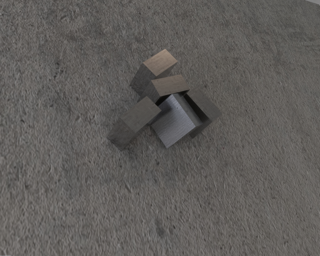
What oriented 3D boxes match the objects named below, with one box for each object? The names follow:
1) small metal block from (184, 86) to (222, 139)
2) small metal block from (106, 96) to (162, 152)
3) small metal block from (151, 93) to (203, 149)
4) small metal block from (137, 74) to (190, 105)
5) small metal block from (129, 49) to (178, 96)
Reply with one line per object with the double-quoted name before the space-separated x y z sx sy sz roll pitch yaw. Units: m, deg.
"small metal block" 0.048 -0.021 0.426 0.050 0.050 0.025 49 51 6
"small metal block" -0.032 -0.005 0.373 0.025 0.050 0.050 45 51 3
"small metal block" 0.018 -0.010 0.399 0.050 0.050 0.025 55 29 10
"small metal block" 0.004 -0.043 0.416 0.050 0.050 0.025 -17 70 -35
"small metal block" -0.009 -0.076 0.429 0.025 0.050 0.050 46 51 3
